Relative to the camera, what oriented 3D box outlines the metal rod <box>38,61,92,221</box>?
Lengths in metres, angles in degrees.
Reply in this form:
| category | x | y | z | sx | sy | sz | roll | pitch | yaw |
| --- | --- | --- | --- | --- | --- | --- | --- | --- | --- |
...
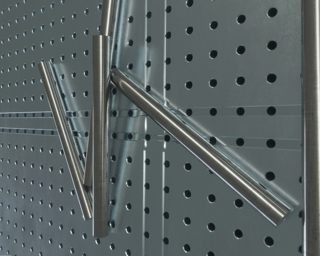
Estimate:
| category | x | y | z | sx | sy | sz | roll | pitch | yaw |
| --- | --- | --- | --- | --- | --- | --- | --- | --- | --- |
| metal rod | -0.163 | 0.013 | 0.540 | 0.025 | 0.025 | 0.299 | -35 | 69 | 34 |

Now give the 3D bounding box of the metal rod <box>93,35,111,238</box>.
| category | x | y | z | sx | sy | sz | roll | pitch | yaw |
| --- | --- | --- | --- | --- | --- | --- | --- | --- | --- |
| metal rod | -0.087 | 0.019 | 0.457 | 0.025 | 0.025 | 0.298 | 10 | 103 | 39 |

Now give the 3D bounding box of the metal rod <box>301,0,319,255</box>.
| category | x | y | z | sx | sy | sz | roll | pitch | yaw |
| --- | --- | --- | --- | --- | --- | --- | --- | --- | --- |
| metal rod | 0.145 | 0.014 | 0.288 | 0.025 | 0.025 | 0.298 | 0 | 90 | 39 |

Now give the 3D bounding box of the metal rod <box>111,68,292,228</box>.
| category | x | y | z | sx | sy | sz | roll | pitch | yaw |
| --- | --- | --- | --- | --- | --- | --- | --- | --- | --- |
| metal rod | 0.027 | 0.005 | 0.385 | 0.300 | 0.025 | 0.025 | 41 | 115 | 32 |

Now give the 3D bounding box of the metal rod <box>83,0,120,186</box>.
| category | x | y | z | sx | sy | sz | roll | pitch | yaw |
| --- | --- | --- | --- | --- | --- | --- | --- | --- | --- |
| metal rod | -0.091 | -0.057 | 0.481 | 0.025 | 0.025 | 0.298 | 13 | 98 | 39 |
